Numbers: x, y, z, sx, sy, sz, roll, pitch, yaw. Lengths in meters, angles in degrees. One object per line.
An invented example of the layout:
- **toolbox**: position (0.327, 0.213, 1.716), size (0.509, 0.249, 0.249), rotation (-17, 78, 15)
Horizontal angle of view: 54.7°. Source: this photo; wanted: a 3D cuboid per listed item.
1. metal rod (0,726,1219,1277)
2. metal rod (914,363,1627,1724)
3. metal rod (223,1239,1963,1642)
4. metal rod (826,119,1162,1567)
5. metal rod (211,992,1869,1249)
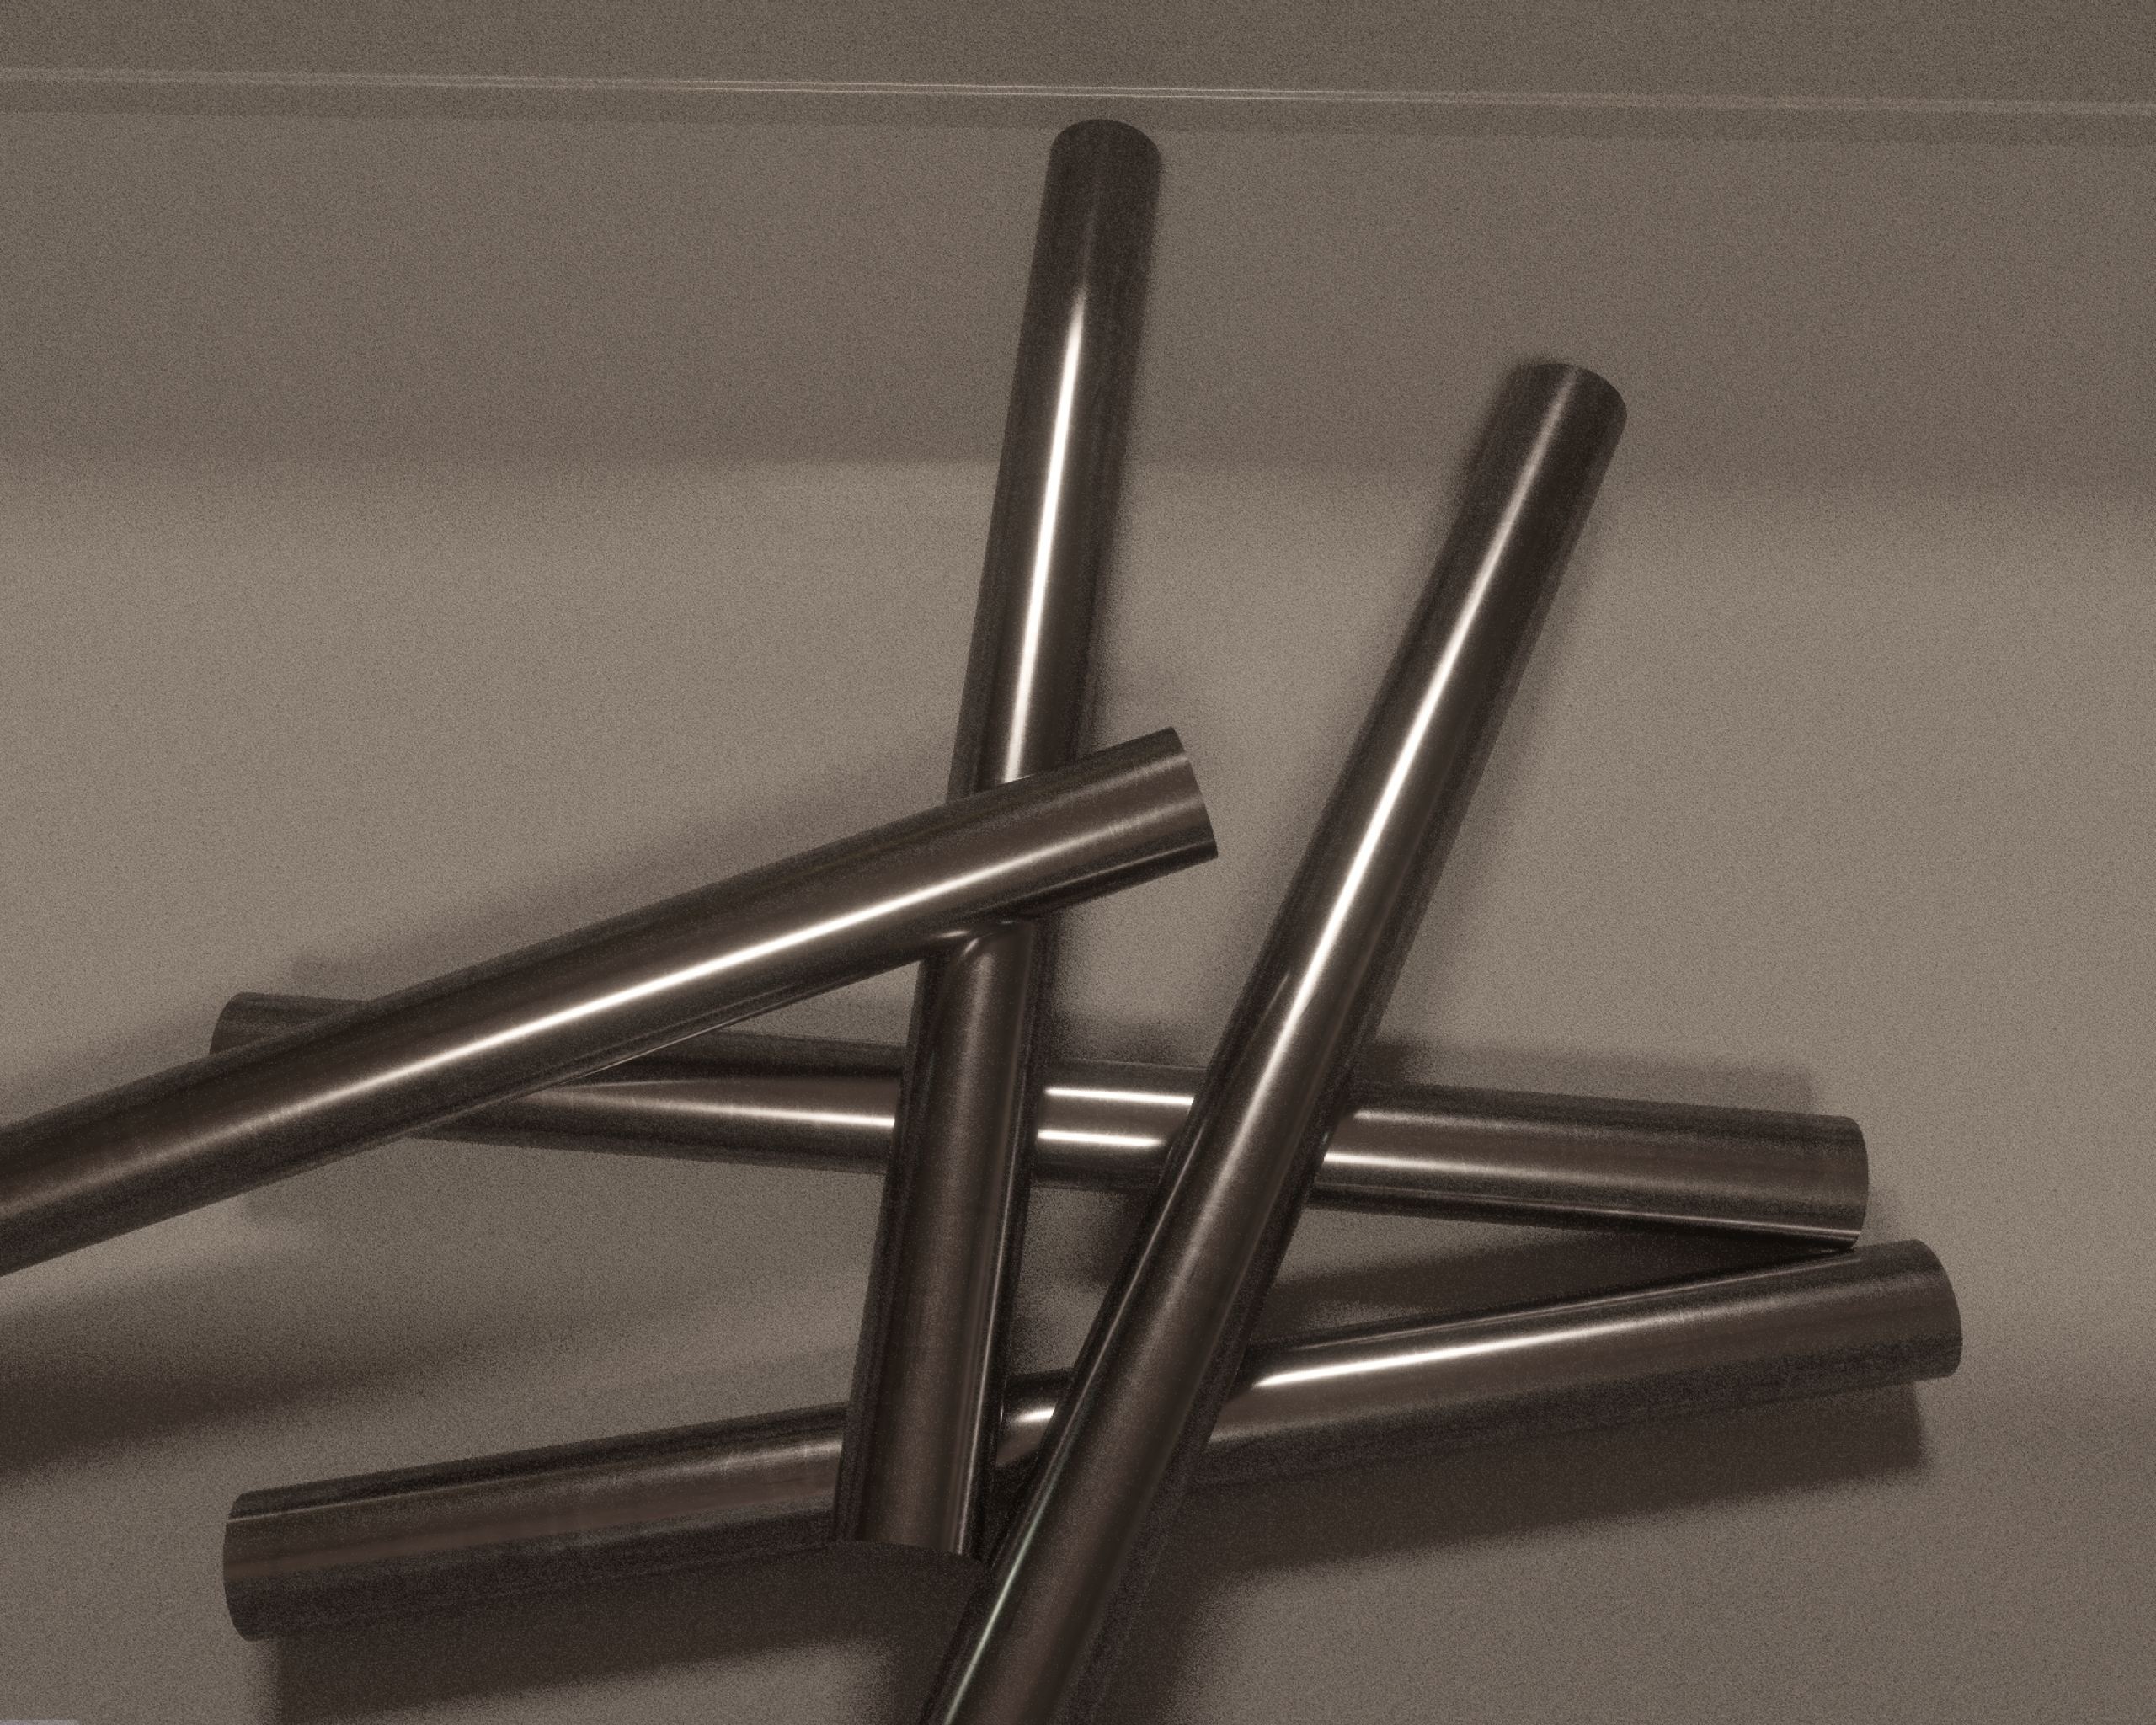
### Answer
- **metal rod**: position (-0.122, 0.036, 0.367), size (0.302, 0.025, 0.025), rotation (-19, 71, -2)
- **metal rod**: position (0.044, 0.023, 0.379), size (0.025, 0.025, 0.300), rotation (23, 64, 8)
- **metal rod**: position (0.006, 0.102, 0.371), size (0.302, 0.025, 0.025), rotation (-8, 70, -4)
- **metal rod**: position (-0.011, -0.023, 0.398), size (0.025, 0.025, 0.299), rotation (6, 64, 2)
- **metal rod**: position (-0.008, 0.048, 0.390), size (0.302, 0.025, 0.025), rotation (4, 70, 1)
